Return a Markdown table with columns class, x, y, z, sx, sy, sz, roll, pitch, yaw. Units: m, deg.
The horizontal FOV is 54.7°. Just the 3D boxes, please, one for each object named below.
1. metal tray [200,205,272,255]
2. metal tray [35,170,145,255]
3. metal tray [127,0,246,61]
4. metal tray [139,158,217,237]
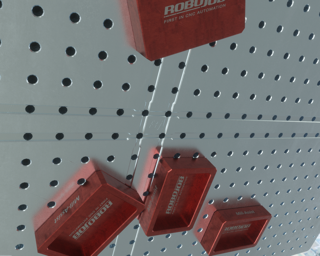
| class | x | y | z | sx | sy | sz | roll | pitch | yaw |
| --- | --- | --- | --- | --- | --- | --- | --- | --- | --- |
| metal tray | 0.154 | 0.204 | 0.621 | 0.131 | 0.030 | 0.089 | 3 | 117 | -30 |
| metal tray | -0.096 | 0.130 | 0.437 | 0.130 | 0.030 | 0.090 | -45 | 130 | 3 |
| metal tray | 0.032 | -0.137 | 0.343 | 0.131 | 0.030 | 0.089 | -21 | 127 | -16 |
| metal tray | 0.027 | 0.109 | 0.492 | 0.091 | 0.030 | 0.129 | 3 | 117 | -30 |
